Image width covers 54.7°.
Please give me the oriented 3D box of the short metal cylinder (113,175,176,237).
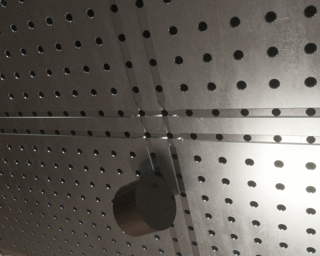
[{"bbox_3d":[-0.022,0.115,0.457,0.050,0.080,0.080,-29,103,37],"label":"short metal cylinder"}]
